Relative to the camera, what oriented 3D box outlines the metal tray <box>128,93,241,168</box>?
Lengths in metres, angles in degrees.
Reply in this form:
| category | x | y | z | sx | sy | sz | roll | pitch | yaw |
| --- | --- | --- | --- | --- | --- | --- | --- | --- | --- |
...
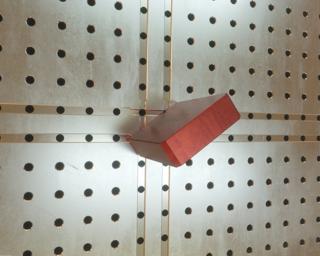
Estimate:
| category | x | y | z | sx | sy | sz | roll | pitch | yaw |
| --- | --- | --- | --- | --- | --- | --- | --- | --- | --- |
| metal tray | 0.022 | 0.001 | 0.366 | 0.090 | 0.130 | 0.030 | -36 | 102 | -17 |
